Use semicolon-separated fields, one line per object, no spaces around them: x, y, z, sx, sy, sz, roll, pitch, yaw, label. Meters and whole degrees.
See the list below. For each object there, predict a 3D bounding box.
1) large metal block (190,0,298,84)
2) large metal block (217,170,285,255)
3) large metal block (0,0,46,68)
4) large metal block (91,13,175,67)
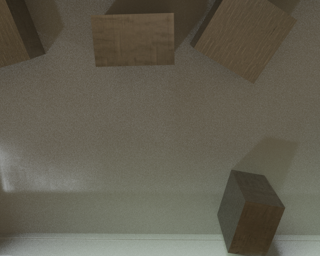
0.092;-0.110;0.358;0.080;0.050;0.080;28;108;-10;large metal block
0.120;0.115;0.425;0.050;0.080;0.079;11;110;-4;large metal block
-0.193;-0.110;0.355;0.080;0.050;0.080;-15;110;5;large metal block
-0.026;-0.100;0.345;0.080;0.080;0.050;-2;110;0;large metal block
